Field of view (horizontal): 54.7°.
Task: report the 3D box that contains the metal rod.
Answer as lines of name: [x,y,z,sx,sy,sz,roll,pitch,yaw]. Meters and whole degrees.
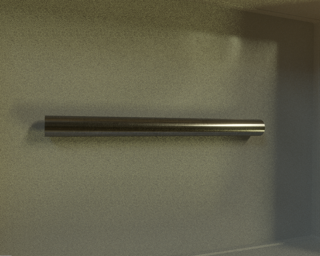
metal rod: [0.008,-0.001,0.412,0.303,0.025,0.025,0,90,-21]
